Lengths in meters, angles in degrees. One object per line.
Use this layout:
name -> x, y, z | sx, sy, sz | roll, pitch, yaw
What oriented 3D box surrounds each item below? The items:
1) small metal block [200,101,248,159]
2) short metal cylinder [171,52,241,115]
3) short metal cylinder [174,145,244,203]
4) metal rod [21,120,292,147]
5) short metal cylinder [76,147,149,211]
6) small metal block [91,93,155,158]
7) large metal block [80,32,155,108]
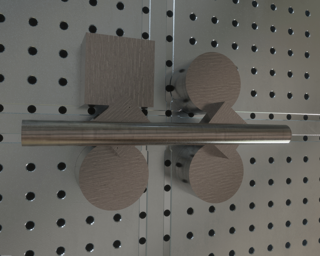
small metal block -> 0.077, 0.003, 0.388 | 0.050, 0.025, 0.050 | 42, 77, -15
short metal cylinder -> 0.061, -0.058, 0.422 | 0.081, 0.050, 0.080 | 0, 90, -20
short metal cylinder -> 0.066, 0.057, 0.424 | 0.081, 0.050, 0.080 | 0, 90, -20
metal rod -> 0.015, 0.006, 0.338 | 0.302, 0.025, 0.025 | 1, 90, -20
short metal cylinder -> -0.060, 0.054, 0.376 | 0.081, 0.050, 0.080 | 0, 90, -20
small metal block -> -0.043, -0.003, 0.344 | 0.050, 0.025, 0.050 | -42, 103, -15
large metal block -> -0.053, -0.065, 0.379 | 0.081, 0.050, 0.080 | 1, 90, -20
